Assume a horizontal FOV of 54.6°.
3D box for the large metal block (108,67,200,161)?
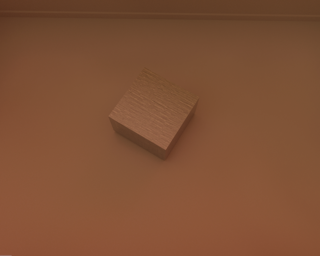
[{"bbox_3d":[-0.007,-0.017,0.399,0.080,0.050,0.080,30,72,10],"label":"large metal block"}]
